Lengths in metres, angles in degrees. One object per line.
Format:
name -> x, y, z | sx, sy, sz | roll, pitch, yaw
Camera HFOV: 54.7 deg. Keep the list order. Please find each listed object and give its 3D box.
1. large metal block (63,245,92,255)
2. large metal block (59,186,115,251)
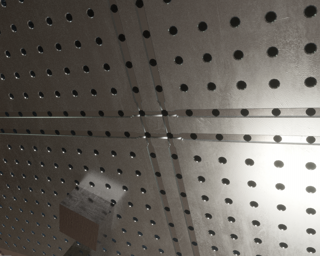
large metal block -> -0.186, 0.318, 0.667 | 0.050, 0.080, 0.079 | 8, 122, 24
large metal block -> -0.134, 0.165, 0.565 | 0.080, 0.050, 0.079 | 23, 127, 13
